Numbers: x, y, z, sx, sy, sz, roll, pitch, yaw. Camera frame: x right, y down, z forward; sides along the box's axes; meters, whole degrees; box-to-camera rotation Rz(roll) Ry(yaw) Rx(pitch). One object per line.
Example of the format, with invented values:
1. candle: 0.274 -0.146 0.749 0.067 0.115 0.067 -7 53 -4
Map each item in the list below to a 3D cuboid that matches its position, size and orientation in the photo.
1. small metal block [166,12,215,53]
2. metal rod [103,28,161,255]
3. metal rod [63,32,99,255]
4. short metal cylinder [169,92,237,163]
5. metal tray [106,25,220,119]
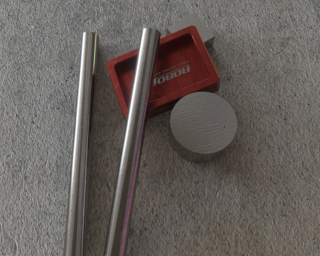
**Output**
1. small metal block: 0.045 -0.134 0.457 0.050 0.025 0.050 -32 73 -12
2. metal rod: -0.033 0.024 0.371 0.025 0.025 0.299 8 81 3
3. metal rod: -0.100 0.006 0.404 0.025 0.025 0.299 -1 70 0
4. short metal cylinder: 0.052 0.001 0.395 0.081 0.050 0.080 0 70 0
5. metal tray: 0.003 -0.070 0.414 0.130 0.030 0.090 -22 72 6
